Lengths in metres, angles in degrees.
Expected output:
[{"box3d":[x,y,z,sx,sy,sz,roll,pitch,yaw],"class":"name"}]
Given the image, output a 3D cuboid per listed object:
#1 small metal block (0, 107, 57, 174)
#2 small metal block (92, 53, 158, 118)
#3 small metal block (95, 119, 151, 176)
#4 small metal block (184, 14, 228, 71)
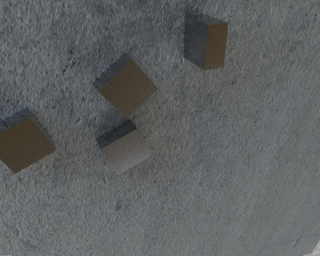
[{"box3d":[-0.149,0.013,0.333,0.050,0.025,0.050,-31,129,-8],"class":"small metal block"},{"box3d":[-0.039,-0.048,0.355,0.050,0.025,0.050,-44,130,2],"class":"small metal block"},{"box3d":[-0.046,0.025,0.397,0.050,0.025,0.050,-30,129,-9],"class":"small metal block"},{"box3d":[0.051,-0.100,0.356,0.025,0.050,0.050,-14,124,-21],"class":"small metal block"}]
